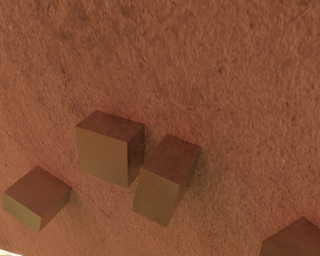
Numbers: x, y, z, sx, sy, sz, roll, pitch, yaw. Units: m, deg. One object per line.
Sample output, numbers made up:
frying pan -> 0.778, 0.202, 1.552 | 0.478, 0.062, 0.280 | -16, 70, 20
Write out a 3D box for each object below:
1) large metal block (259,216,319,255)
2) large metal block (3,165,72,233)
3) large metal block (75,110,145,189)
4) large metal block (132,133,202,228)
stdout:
large metal block -> 0.169, 0.172, 0.389 | 0.050, 0.080, 0.080 | 38, 129, 2
large metal block -> -0.222, 0.127, 0.564 | 0.080, 0.080, 0.050 | 30, 128, 8
large metal block -> -0.069, 0.029, 0.444 | 0.080, 0.050, 0.079 | 16, 125, 19
large metal block -> 0.009, 0.067, 0.407 | 0.050, 0.080, 0.079 | 23, 127, 14
